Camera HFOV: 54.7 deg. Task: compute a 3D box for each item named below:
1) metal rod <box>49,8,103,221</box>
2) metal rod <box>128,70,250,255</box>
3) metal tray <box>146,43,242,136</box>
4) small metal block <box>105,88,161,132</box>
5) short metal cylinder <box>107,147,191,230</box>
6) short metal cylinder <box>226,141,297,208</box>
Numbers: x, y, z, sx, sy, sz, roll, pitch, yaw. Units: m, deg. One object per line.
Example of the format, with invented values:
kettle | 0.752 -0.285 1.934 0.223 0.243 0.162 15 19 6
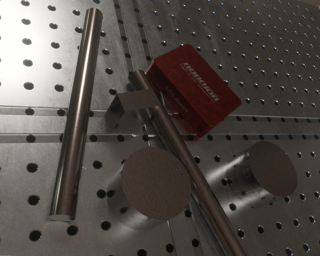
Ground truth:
metal rod | -0.097 -0.040 0.381 0.025 0.025 0.299 13 56 -21
metal rod | 0.036 0.052 0.397 0.025 0.025 0.299 -18 72 -35
metal tray | 0.053 -0.062 0.473 0.130 0.030 0.091 50 51 6
small metal block | -0.035 -0.022 0.388 0.050 0.050 0.025 -13 69 -34
short metal cylinder | -0.013 0.068 0.345 0.081 0.050 0.080 14 56 -21
short metal cylinder | 0.141 0.065 0.431 0.081 0.050 0.080 14 56 -21
